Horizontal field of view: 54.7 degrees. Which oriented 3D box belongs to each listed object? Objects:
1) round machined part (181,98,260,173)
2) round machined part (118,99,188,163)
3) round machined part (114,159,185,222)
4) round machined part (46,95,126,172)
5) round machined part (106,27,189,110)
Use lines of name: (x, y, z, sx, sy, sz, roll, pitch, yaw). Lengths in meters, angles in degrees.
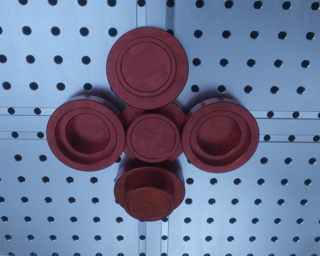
round machined part: (0.076, 0.007, 0.407, 0.099, 0.042, 0.097, 0, 110, -1)
round machined part: (-0.009, 0.006, 0.405, 0.099, 0.042, 0.097, 0, 110, -1)
round machined part: (-0.014, 0.091, 0.425, 0.099, 0.042, 0.097, 0, 125, 0)
round machined part: (-0.092, 0.004, 0.404, 0.099, 0.042, 0.097, 0, 110, -1)
round machined part: (-0.015, -0.070, 0.366, 0.099, 0.042, 0.097, 0, 96, 1)
